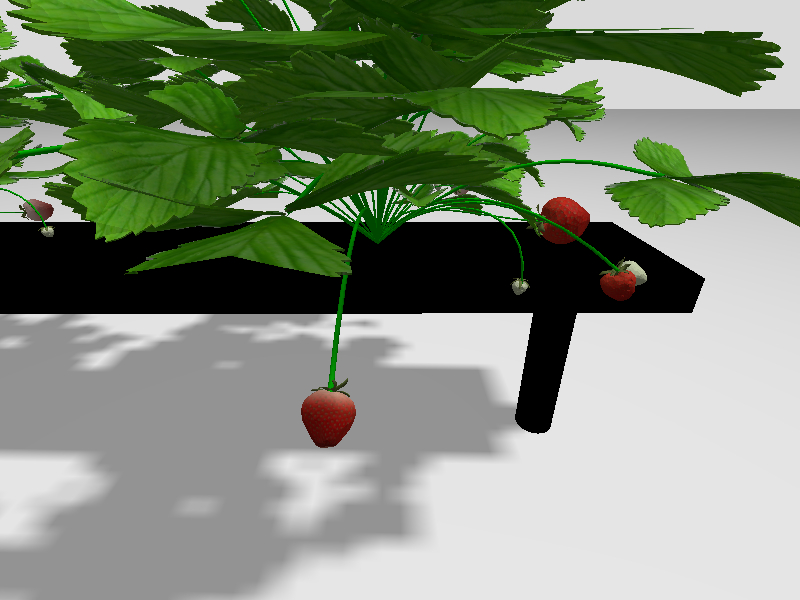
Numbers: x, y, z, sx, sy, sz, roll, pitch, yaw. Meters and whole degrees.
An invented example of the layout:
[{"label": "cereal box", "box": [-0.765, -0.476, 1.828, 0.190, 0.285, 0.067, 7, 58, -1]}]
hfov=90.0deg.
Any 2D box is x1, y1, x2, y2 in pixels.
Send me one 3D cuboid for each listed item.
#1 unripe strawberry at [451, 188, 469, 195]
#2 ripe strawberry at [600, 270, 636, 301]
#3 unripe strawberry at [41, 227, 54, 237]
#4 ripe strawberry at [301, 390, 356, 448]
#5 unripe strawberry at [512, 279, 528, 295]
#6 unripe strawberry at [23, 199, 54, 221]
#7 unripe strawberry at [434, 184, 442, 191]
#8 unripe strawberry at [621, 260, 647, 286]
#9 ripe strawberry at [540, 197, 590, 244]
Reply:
[{"label": "unripe strawberry", "box": [0.081, -0.151, 0.531, 0.027, 0.024, 0.025, 14, 20, 24]}, {"label": "ripe strawberry", "box": [0.143, -0.009, 0.261, 0.021, 0.020, 0.019, -12, 15, 41]}, {"label": "unripe strawberry", "box": [-0.324, -0.062, 0.368, 0.010, 0.010, 0.009, -1, 27, -2]}, {"label": "ripe strawberry", "box": [-0.028, 0.046, 0.155, 0.021, 0.021, 0.018, 1, -28, 2]}, {"label": "unripe strawberry", "box": [0.079, -0.008, 0.264, 0.011, 0.010, 0.010, -22, 35, -36]}, {"label": "unripe strawberry", "box": [-0.387, -0.097, 0.430, 0.024, 0.023, 0.022, -22, 35, -37]}, {"label": "unripe strawberry", "box": [0.050, -0.150, 0.529, 0.011, 0.012, 0.011, 10, 29, 18]}, {"label": "unripe strawberry", "box": [0.162, -0.017, 0.280, 0.020, 0.019, 0.018, 18, 32, 21]}, {"label": "ripe strawberry", "box": [0.151, -0.072, 0.365, 0.043, 0.042, 0.040, -1, 27, -2]}]
